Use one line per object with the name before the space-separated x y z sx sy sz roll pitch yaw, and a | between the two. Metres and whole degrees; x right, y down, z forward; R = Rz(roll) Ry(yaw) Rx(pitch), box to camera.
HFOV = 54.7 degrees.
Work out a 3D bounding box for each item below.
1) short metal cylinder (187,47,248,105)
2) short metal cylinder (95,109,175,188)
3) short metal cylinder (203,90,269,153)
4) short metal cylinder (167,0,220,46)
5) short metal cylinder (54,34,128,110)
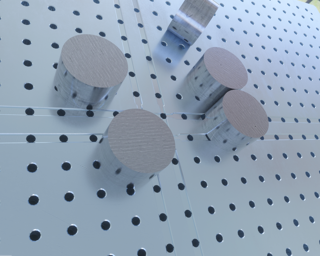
short metal cylinder | 0.091 -0.081 0.493 0.081 0.050 0.080 14 56 -21
short metal cylinder | -0.029 0.024 0.363 0.081 0.050 0.080 14 56 -21
short metal cylinder | 0.113 -0.010 0.461 0.081 0.050 0.080 14 56 -21
short metal cylinder | 0.055 -0.186 0.518 0.050 0.080 0.080 33 51 -7
short metal cylinder | -0.087 -0.070 0.389 0.081 0.050 0.080 14 56 -21
